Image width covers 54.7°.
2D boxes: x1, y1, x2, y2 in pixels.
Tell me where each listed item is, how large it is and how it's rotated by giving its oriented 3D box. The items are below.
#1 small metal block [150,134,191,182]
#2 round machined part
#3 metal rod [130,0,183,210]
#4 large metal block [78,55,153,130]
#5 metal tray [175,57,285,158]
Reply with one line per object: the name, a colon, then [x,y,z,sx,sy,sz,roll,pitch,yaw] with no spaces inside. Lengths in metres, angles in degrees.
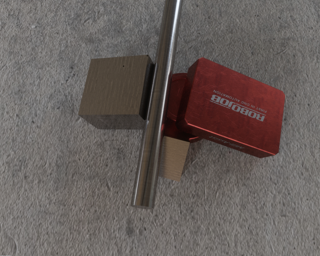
small metal block: [0.007,0.034,0.387,0.050,0.025,0.050,15,96,6]
round machined part: [0.032,-0.031,0.412,0.099,0.042,0.098,0,70,0]
metal rod: [0.001,-0.053,0.384,0.025,0.025,0.299,7,68,2]
large metal block: [-0.049,-0.044,0.400,0.080,0.050,0.080,0,69,19]
metal tray: [0.092,-0.023,0.392,0.131,0.030,0.090,19,71,-15]
